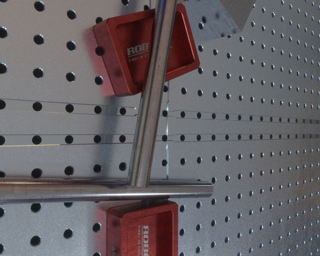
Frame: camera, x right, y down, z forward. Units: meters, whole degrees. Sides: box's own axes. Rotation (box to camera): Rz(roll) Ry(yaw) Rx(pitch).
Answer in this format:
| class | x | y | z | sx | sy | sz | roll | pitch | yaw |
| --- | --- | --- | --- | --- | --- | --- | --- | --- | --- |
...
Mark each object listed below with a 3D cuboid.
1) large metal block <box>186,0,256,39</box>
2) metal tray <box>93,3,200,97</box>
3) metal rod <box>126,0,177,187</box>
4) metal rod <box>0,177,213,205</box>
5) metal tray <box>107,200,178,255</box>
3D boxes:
| class | x | y | z | sx | sy | sz | roll | pitch | yaw |
| --- | --- | --- | --- | --- | --- | --- | --- | --- | --- |
| large metal block | 0.098 | -0.200 | 0.477 | 0.080 | 0.050 | 0.080 | 41 | 65 | -33 |
| metal tray | -0.010 | -0.103 | 0.398 | 0.131 | 0.030 | 0.089 | -29 | 108 | -37 |
| metal rod | -0.003 | -0.081 | 0.368 | 0.025 | 0.025 | 0.298 | 15 | 81 | -39 |
| metal rod | -0.043 | 0.075 | 0.375 | 0.302 | 0.025 | 0.025 | 9 | 84 | -40 |
| metal tray | -0.020 | 0.162 | 0.391 | 0.091 | 0.030 | 0.129 | 0 | 90 | -40 |
